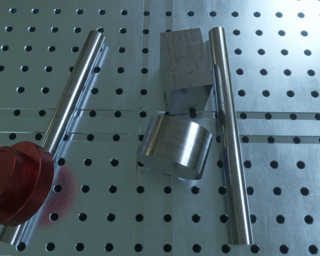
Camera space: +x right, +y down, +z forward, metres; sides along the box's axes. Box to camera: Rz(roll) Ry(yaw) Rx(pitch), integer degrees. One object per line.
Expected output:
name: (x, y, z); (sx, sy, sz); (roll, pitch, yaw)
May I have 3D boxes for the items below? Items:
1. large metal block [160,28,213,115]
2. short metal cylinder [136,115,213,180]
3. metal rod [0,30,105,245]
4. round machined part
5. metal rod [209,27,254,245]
large metal block: (0.031, -0.071, 0.409); (0.050, 0.080, 0.080); (-8, 70, -3)
short metal cylinder: (0.018, 0.025, 0.374); (0.080, 0.080, 0.050); (17, 71, 5)
metal rod: (-0.135, -0.002, 0.410); (0.025, 0.025, 0.299); (15, 70, 5)
round machined part: (-0.173, 0.059, 0.356); (0.098, 0.042, 0.098); (-15, 57, 25)
metal rod: (0.091, -0.004, 0.414); (0.025, 0.025, 0.299); (-2, 70, -1)
